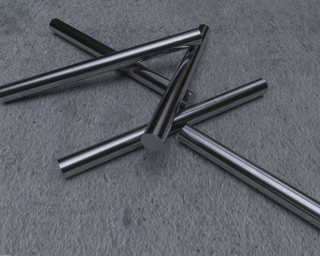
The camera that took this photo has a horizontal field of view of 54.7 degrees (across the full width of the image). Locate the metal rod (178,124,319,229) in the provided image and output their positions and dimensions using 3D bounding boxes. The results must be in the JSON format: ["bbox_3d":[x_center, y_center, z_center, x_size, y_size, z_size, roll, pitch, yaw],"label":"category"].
[{"bbox_3d":[0.147,0.078,0.337,0.300,0.025,0.025,32,57,24],"label":"metal rod"}]

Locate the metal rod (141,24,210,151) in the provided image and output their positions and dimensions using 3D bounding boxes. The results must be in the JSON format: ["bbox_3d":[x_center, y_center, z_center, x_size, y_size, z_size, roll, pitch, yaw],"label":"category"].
[{"bbox_3d":[0.034,-0.078,0.439,0.025,0.025,0.301,13,42,11],"label":"metal rod"}]

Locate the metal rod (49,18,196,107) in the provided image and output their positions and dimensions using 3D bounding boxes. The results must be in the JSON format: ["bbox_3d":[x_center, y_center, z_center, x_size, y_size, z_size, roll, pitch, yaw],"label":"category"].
[{"bbox_3d":[-0.073,-0.111,0.496,0.300,0.025,0.025,32,57,24],"label":"metal rod"}]

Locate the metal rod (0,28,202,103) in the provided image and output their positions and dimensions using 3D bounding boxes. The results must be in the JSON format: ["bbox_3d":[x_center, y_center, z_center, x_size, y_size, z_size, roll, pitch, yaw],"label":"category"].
[{"bbox_3d":[-0.085,-0.093,0.454,0.302,0.025,0.025,-18,52,-5],"label":"metal rod"}]

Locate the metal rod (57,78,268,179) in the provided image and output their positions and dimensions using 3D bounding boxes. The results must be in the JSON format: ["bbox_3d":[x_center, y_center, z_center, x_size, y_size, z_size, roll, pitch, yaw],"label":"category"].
[{"bbox_3d":[0.017,-0.007,0.408,0.302,0.025,0.025,-22,54,-18],"label":"metal rod"}]
